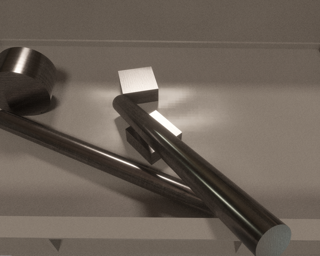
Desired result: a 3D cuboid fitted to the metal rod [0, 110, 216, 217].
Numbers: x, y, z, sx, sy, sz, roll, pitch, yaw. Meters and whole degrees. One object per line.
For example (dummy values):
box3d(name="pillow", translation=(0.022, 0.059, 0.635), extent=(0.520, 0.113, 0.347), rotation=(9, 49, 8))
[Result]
box3d(name="metal rod", translation=(-0.075, 0.036, 0.373), extent=(0.301, 0.025, 0.025), rotation=(20, 53, 15))

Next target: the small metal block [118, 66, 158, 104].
box3d(name="small metal block", translation=(-0.032, -0.062, 0.457), extent=(0.050, 0.025, 0.050), rotation=(-10, 51, -9))

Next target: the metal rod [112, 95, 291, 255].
box3d(name="metal rod", translation=(0.005, 0.015, 0.302), extent=(0.025, 0.025, 0.300), rotation=(-20, 26, -17))

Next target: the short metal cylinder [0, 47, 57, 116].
box3d(name="short metal cylinder", translation=(-0.185, -0.061, 0.419), extent=(0.081, 0.080, 0.050), rotation=(-1, 50, -2))

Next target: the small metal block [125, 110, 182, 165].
box3d(name="small metal block", translation=(-0.008, 0.011, 0.396), extent=(0.050, 0.025, 0.050), rotation=(-34, 58, -25))
